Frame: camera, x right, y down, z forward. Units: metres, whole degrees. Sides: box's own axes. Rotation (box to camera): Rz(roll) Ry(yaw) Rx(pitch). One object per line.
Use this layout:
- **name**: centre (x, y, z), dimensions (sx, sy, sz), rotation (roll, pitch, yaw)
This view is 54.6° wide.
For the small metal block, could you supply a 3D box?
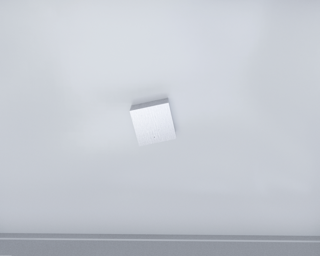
- **small metal block**: centre (-0.008, -0.008, 0.408), dimensions (0.050, 0.025, 0.050), rotation (-12, 110, 4)
